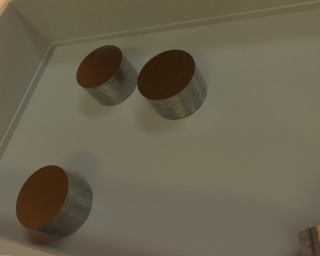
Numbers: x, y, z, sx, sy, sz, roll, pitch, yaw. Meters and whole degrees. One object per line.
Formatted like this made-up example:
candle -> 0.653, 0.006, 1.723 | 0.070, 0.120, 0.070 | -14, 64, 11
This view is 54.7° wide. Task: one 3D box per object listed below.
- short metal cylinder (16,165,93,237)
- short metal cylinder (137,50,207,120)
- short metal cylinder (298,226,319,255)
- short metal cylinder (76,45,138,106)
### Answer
short metal cylinder -> -0.135, 0.095, 0.401 | 0.080, 0.050, 0.080 | -13, 56, 20
short metal cylinder -> 0.017, -0.057, 0.415 | 0.080, 0.050, 0.080 | -13, 56, 20
short metal cylinder -> 0.150, 0.103, 0.229 | 0.080, 0.080, 0.050 | -12, 57, 21
short metal cylinder -> -0.081, -0.081, 0.480 | 0.080, 0.050, 0.080 | -13, 56, 20
